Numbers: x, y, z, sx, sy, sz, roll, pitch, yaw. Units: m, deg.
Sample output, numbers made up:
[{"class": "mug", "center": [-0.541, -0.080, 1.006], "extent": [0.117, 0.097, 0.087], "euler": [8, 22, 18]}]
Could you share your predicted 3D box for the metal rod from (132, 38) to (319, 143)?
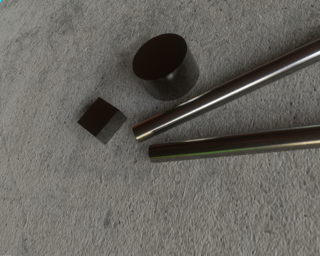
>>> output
[{"class": "metal rod", "center": [0.103, -0.053, 0.381], "extent": [0.301, 0.025, 0.025], "euler": [-25, 53, 12]}]

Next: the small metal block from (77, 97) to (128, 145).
[{"class": "small metal block", "center": [-0.085, -0.011, 0.453], "extent": [0.050, 0.025, 0.050], "euler": [32, 79, 37]}]

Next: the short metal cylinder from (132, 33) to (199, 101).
[{"class": "short metal cylinder", "center": [0.009, -0.085, 0.434], "extent": [0.080, 0.050, 0.080], "euler": [-13, 56, 20]}]

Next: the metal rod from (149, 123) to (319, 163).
[{"class": "metal rod", "center": [0.128, 0.013, 0.328], "extent": [0.301, 0.025, 0.025], "euler": [-8, 58, 23]}]
